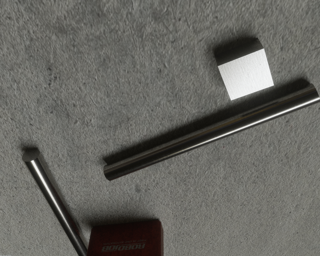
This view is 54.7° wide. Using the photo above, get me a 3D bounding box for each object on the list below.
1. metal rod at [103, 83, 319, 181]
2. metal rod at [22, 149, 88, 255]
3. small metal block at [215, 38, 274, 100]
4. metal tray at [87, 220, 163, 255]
[{"bbox_3d":[0.055,0.012,0.418,0.300,0.025,0.025,-23,127,18],"label":"metal rod"},{"bbox_3d":[-0.165,0.151,0.533,0.025,0.025,0.298,-5,130,4],"label":"metal rod"},{"bbox_3d":[0.096,-0.066,0.352,0.050,0.025,0.050,-20,128,15],"label":"small metal block"},{"bbox_3d":[-0.060,0.215,0.547,0.131,0.090,0.030,-7,130,6],"label":"metal tray"}]
